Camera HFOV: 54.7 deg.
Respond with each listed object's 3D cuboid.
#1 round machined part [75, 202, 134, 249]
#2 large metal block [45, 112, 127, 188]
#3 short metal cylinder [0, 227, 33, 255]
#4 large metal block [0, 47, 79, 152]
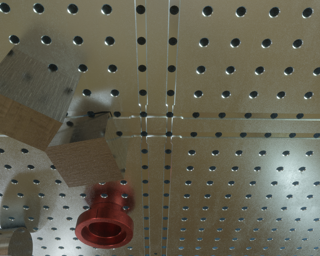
[{"bbox_3d":[-0.095,0.167,0.542,0.099,0.042,0.097,0,130,0],"label":"round machined part"},{"bbox_3d":[-0.097,0.031,0.421,0.080,0.050,0.080,-10,130,8],"label":"large metal block"},{"bbox_3d":[-0.277,0.224,0.564,0.050,0.080,0.080,-8,130,6],"label":"short metal cylinder"},{"bbox_3d":[-0.147,-0.032,0.346,0.080,0.080,0.050,28,125,-22],"label":"large metal block"}]
